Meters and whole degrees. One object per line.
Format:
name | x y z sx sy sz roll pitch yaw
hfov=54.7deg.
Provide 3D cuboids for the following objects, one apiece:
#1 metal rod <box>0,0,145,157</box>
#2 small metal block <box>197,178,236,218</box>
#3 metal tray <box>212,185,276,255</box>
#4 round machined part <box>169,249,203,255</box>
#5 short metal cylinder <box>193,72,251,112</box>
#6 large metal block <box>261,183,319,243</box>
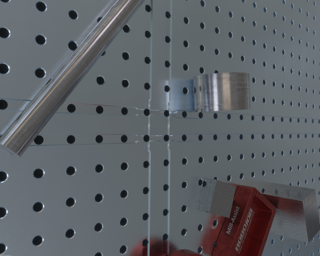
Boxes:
metal rod | -0.071 -0.098 0.349 0.025 0.025 0.300 46 63 -31
small metal block | 0.089 0.109 0.484 0.050 0.025 0.050 25 75 -37
metal tray | 0.148 0.176 0.530 0.090 0.030 0.130 42 65 -32
round machined part | 0.024 0.214 0.419 0.099 0.042 0.097 0 90 -40
short metal cylinder | 0.089 -0.050 0.448 0.081 0.080 0.050 -5 94 -40
large metal block | 0.243 0.155 0.577 0.050 0.080 0.080 -21 104 -38
